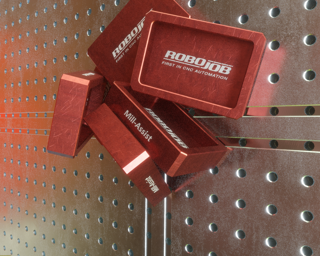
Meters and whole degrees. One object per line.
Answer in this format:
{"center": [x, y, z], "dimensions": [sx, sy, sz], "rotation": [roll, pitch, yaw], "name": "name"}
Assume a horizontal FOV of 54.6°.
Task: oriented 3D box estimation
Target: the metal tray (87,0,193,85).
{"center": [-0.026, -0.114, 0.404], "dimensions": [0.130, 0.030, 0.090], "rotation": [-44, 66, 15], "name": "metal tray"}

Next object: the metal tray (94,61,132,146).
{"center": [-0.071, -0.049, 0.466], "dimensions": [0.090, 0.030, 0.129], "rotation": [46, 117, 29], "name": "metal tray"}

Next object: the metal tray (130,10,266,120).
{"center": [0.039, -0.070, 0.343], "dimensions": [0.130, 0.030, 0.089], "rotation": [17, 102, 15], "name": "metal tray"}

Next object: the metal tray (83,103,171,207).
{"center": [-0.036, 0.037, 0.377], "dimensions": [0.030, 0.130, 0.090], "rotation": [-38, 60, -9], "name": "metal tray"}

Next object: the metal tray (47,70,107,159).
{"center": [-0.100, -0.025, 0.394], "dimensions": [0.030, 0.130, 0.089], "rotation": [14, 102, -4], "name": "metal tray"}

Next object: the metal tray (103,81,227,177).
{"center": [0.005, -0.003, 0.362], "dimensions": [0.130, 0.091, 0.030], "rotation": [46, 117, 30], "name": "metal tray"}
